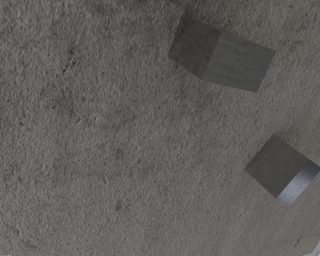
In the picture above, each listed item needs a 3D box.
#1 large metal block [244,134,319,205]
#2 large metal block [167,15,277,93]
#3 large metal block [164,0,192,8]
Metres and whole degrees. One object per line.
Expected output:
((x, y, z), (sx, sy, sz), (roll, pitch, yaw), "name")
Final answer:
((0.207, 0.070, 0.527), (0.050, 0.080, 0.080), (28, 103, -38), "large metal block")
((0.068, -0.085, 0.355), (0.081, 0.080, 0.050), (7, 115, -32), "large metal block")
((0.020, -0.177, 0.291), (0.080, 0.050, 0.080), (-43, 129, 2), "large metal block")
